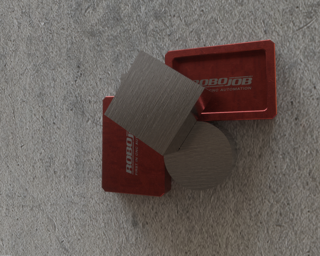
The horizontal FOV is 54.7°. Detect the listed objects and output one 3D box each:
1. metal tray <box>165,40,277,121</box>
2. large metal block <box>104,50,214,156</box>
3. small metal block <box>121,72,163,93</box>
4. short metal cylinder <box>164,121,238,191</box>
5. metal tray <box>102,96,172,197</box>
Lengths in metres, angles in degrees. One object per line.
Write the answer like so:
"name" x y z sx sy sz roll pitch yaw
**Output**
"metal tray" 0.073 -0.054 0.381 0.130 0.030 0.089 -2 89 19
"large metal block" 0.000 -0.027 0.342 0.080 0.050 0.080 34 101 16
"small metal block" -0.017 -0.055 0.403 0.050 0.050 0.025 1 91 20
"short metal cylinder" 0.051 0.032 0.378 0.080 0.050 0.080 0 90 20
"metal tray" -0.031 0.022 0.419 0.090 0.030 0.129 1 90 20
